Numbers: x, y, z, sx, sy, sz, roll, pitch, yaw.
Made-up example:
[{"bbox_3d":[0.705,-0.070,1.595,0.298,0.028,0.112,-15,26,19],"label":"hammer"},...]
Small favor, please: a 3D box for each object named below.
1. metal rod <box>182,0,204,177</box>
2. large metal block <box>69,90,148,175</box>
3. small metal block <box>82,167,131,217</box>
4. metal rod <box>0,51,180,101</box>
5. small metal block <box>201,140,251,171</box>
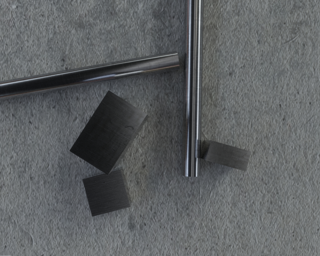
[{"bbox_3d":[0.044,-0.086,0.410,0.025,0.025,0.298,1,90,-1],"label":"metal rod"},{"bbox_3d":[-0.057,0.005,0.382,0.050,0.080,0.080,33,90,-1],"label":"large metal block"},{"bbox_3d":[-0.069,0.083,0.409,0.050,0.025,0.050,-14,90,-1],"label":"small metal block"},{"bbox_3d":[-0.125,-0.063,0.408,0.302,0.025,0.025,-10,90,-1],"label":"metal rod"},{"bbox_3d":[0.082,0.034,0.398,0.050,0.050,0.025,16,88,-1],"label":"small metal block"}]
